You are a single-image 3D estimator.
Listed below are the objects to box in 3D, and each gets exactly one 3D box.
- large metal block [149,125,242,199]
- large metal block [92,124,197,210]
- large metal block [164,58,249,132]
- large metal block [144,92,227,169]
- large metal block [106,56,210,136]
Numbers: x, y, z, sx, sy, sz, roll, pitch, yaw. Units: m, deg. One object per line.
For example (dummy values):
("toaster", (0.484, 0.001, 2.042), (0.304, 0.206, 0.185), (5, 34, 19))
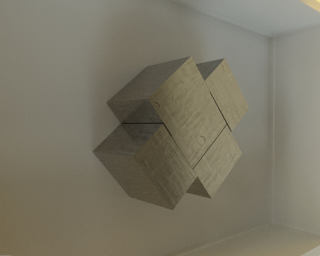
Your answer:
("large metal block", (0.048, 0.040, 0.412), (0.080, 0.080, 0.050), (-48, 119, -30))
("large metal block", (-0.018, 0.041, 0.357), (0.050, 0.080, 0.080), (-49, 119, -29))
("large metal block", (0.061, -0.042, 0.423), (0.050, 0.080, 0.080), (-49, 119, -29))
("large metal block", (0.022, 0.002, 0.391), (0.080, 0.080, 0.050), (-48, 119, -30))
("large metal block", (-0.002, -0.037, 0.369), (0.080, 0.080, 0.050), (-48, 119, -30))
